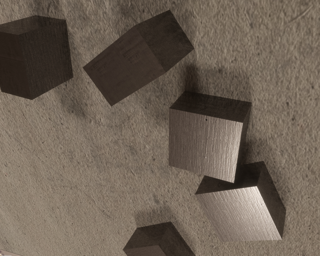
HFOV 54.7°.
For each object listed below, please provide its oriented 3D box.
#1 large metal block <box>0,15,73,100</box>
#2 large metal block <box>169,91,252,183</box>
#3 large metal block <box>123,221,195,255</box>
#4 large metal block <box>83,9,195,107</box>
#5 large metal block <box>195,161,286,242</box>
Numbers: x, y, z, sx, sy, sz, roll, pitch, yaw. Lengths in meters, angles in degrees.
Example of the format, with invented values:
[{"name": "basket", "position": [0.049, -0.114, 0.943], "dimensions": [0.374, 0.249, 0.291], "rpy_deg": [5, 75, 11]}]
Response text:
[{"name": "large metal block", "position": [-0.162, -0.093, 0.397], "dimensions": [0.050, 0.080, 0.079], "rpy_deg": [15, 125, 19]}, {"name": "large metal block", "position": [0.057, 0.009, 0.365], "dimensions": [0.080, 0.050, 0.079], "rpy_deg": [13, 124, 21]}, {"name": "large metal block", "position": [0.000, 0.210, 0.519], "dimensions": [0.080, 0.050, 0.080], "rpy_deg": [-24, 106, 36]}, {"name": "large metal block", "position": [-0.021, -0.076, 0.334], "dimensions": [0.080, 0.080, 0.050], "rpy_deg": [-26, 104, 37]}, {"name": "large metal block", "position": [0.104, 0.095, 0.394], "dimensions": [0.080, 0.050, 0.080], "rpy_deg": [-17, 110, 34]}]
